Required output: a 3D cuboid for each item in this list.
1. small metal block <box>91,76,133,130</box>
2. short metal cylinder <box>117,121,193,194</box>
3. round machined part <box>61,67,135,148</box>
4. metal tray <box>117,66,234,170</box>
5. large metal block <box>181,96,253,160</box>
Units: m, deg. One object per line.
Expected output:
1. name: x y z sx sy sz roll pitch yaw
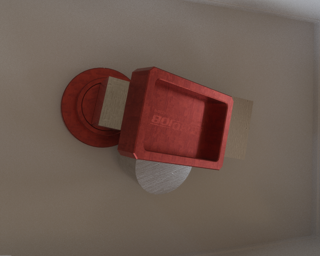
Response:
1. small metal block: -0.052 -0.025 0.332 0.025 0.050 0.050 13 86 -20
2. short metal cylinder: -0.006 0.035 0.382 0.081 0.050 0.079 -9 108 -30
3. round machined part: -0.068 -0.025 0.375 0.099 0.042 0.097 0 90 -21
4. metal tray: 0.023 -0.005 0.341 0.131 0.030 0.090 13 86 -39
5. large metal block: 0.073 -0.004 0.423 0.081 0.050 0.080 11 87 -20
